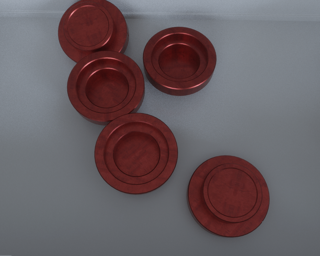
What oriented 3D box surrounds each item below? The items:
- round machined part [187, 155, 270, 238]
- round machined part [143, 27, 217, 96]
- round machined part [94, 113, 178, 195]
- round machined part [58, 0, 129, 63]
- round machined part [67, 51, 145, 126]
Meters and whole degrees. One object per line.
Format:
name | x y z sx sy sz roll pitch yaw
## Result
round machined part | 0.083 0.080 0.372 0.099 0.042 0.098 0 70 0
round machined part | 0.026 -0.088 0.433 0.099 0.042 0.098 0 70 0
round machined part | -0.029 0.033 0.385 0.099 0.042 0.098 1 75 -2
round machined part | -0.095 -0.136 0.435 0.099 0.042 0.097 0 87 3
round machined part | -0.069 -0.050 0.415 0.099 0.042 0.098 0 75 -2
